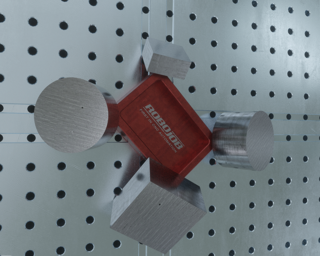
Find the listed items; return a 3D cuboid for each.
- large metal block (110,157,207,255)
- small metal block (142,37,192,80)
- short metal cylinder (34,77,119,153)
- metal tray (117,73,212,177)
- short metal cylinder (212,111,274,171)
[{"bbox_3d":[-0.003,0.096,0.380,0.080,0.050,0.080,33,110,-18],"label":"large metal block"},{"bbox_3d":[0.007,-0.090,0.399,0.050,0.050,0.025,10,125,-20],"label":"small metal block"},{"bbox_3d":[-0.091,-0.014,0.350,0.080,0.050,0.079,0,91,5],"label":"short metal cylinder"},{"bbox_3d":[0.004,0.001,0.411,0.090,0.030,0.130,-43,104,-15],"label":"metal tray"},{"bbox_3d":[0.115,0.017,0.425,0.081,0.050,0.079,-1,91,-46],"label":"short metal cylinder"}]
